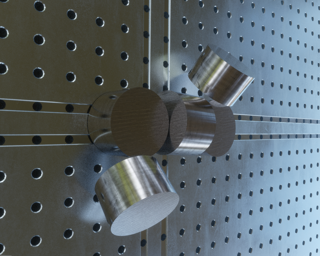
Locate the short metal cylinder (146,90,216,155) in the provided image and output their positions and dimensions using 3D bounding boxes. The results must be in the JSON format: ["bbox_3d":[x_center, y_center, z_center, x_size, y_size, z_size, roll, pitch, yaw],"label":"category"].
[{"bbox_3d":[0.024,-0.005,0.395,0.050,0.080,0.080,6,86,-40],"label":"short metal cylinder"}]

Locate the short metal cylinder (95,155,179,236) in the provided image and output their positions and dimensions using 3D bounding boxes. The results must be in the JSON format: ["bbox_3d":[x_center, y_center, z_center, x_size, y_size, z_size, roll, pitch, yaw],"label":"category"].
[{"bbox_3d":[-0.026,0.076,0.346,0.081,0.050,0.080,-21,144,-16],"label":"short metal cylinder"}]

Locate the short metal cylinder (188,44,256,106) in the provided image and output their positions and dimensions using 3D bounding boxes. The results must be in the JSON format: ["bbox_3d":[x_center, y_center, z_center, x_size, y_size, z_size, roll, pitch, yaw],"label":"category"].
[{"bbox_3d":[0.087,-0.075,0.440,0.081,0.080,0.050,11,125,-40],"label":"short metal cylinder"}]

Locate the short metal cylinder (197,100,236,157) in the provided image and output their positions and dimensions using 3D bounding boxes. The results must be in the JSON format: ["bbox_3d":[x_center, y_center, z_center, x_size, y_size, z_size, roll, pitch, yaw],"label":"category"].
[{"bbox_3d":[0.064,0.000,0.448,0.081,0.050,0.079,0,90,-40],"label":"short metal cylinder"}]

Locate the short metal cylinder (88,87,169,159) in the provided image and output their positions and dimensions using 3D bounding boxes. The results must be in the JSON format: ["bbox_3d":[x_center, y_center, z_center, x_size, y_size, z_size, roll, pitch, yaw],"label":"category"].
[{"bbox_3d":[-0.036,-0.006,0.363,0.081,0.050,0.079,0,90,-40],"label":"short metal cylinder"}]
